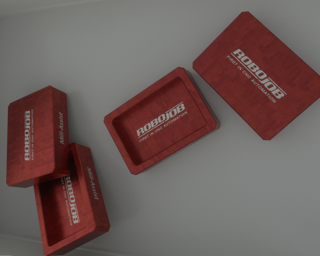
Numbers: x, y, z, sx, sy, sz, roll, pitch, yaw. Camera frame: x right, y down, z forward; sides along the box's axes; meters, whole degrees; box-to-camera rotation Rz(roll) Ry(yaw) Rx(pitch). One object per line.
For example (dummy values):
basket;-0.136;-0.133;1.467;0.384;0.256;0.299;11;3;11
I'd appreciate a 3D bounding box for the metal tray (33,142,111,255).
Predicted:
metal tray;-0.127;0.097;0.430;0.090;0.030;0.130;-31;60;17

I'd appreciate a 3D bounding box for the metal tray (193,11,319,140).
metal tray;0.114;-0.061;0.367;0.090;0.030;0.130;-45;76;14

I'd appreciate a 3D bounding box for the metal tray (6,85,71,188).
metal tray;-0.178;0.013;0.449;0.090;0.030;0.130;-18;67;22

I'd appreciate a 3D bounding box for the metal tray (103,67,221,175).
metal tray;0.000;-0.007;0.407;0.130;0.030;0.090;-32;80;17
